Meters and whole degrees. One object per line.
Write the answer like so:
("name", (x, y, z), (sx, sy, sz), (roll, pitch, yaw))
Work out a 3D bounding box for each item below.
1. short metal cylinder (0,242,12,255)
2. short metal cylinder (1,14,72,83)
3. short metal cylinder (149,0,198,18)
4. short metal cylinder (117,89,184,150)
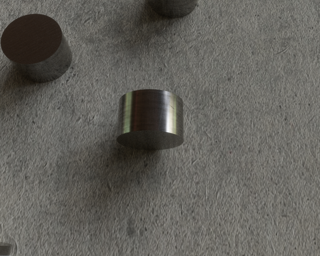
("short metal cylinder", (-0.205, 0.145, 0.325), (0.080, 0.080, 0.050), (7, 70, 2))
("short metal cylinder", (-0.170, -0.111, 0.434), (0.081, 0.050, 0.080), (0, 70, 0))
("short metal cylinder", (0.021, -0.218, 0.474), (0.081, 0.050, 0.080), (0, 70, 0))
("short metal cylinder", (-0.011, -0.007, 0.381), (0.080, 0.080, 0.050), (1, 70, 0))
